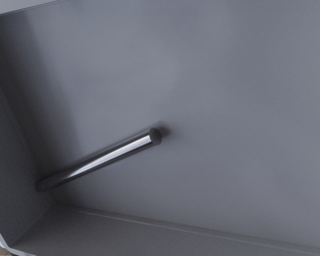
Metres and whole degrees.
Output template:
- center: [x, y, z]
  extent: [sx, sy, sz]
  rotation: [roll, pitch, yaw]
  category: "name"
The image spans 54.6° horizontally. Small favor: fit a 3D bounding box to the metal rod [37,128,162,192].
- center: [-0.115, 0.061, 0.508]
  extent: [0.299, 0.025, 0.025]
  rotation: [-25, 105, 36]
  category: "metal rod"
